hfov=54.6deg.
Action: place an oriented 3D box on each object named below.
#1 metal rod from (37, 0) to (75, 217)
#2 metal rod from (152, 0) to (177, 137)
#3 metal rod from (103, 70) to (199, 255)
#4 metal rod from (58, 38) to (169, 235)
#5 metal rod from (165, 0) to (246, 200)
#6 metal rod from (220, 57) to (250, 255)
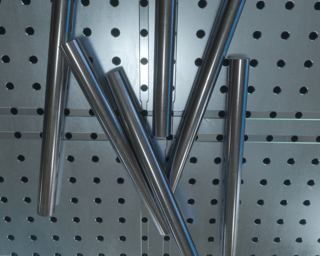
[{"bbox_3d":[-0.139,-0.014,0.406,0.025,0.025,0.298,10,110,-4],"label":"metal rod"},{"bbox_3d":[0.007,-0.132,0.364,0.025,0.025,0.298,2,110,-1],"label":"metal rod"},{"bbox_3d":[-0.004,0.068,0.415,0.025,0.025,0.299,-21,100,7],"label":"metal rod"},{"bbox_3d":[-0.048,0.027,0.412,0.025,0.025,0.299,-21,113,7],"label":"metal rod"},{"bbox_3d":[0.051,-0.037,0.400,0.025,0.025,0.298,16,109,-6],"label":"metal rod"},{"bbox_3d":[0.102,0.054,0.433,0.025,0.025,0.298,-1,110,0],"label":"metal rod"}]
